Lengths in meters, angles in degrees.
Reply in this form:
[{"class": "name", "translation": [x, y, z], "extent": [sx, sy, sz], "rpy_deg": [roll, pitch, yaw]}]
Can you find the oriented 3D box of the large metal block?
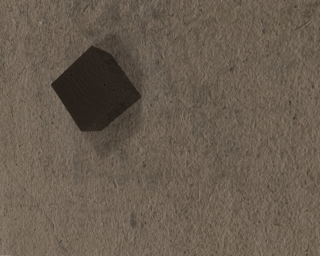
[{"class": "large metal block", "translation": [-0.087, -0.051, 0.425], "extent": [0.080, 0.050, 0.080], "rpy_deg": [-38, 78, 15]}]
